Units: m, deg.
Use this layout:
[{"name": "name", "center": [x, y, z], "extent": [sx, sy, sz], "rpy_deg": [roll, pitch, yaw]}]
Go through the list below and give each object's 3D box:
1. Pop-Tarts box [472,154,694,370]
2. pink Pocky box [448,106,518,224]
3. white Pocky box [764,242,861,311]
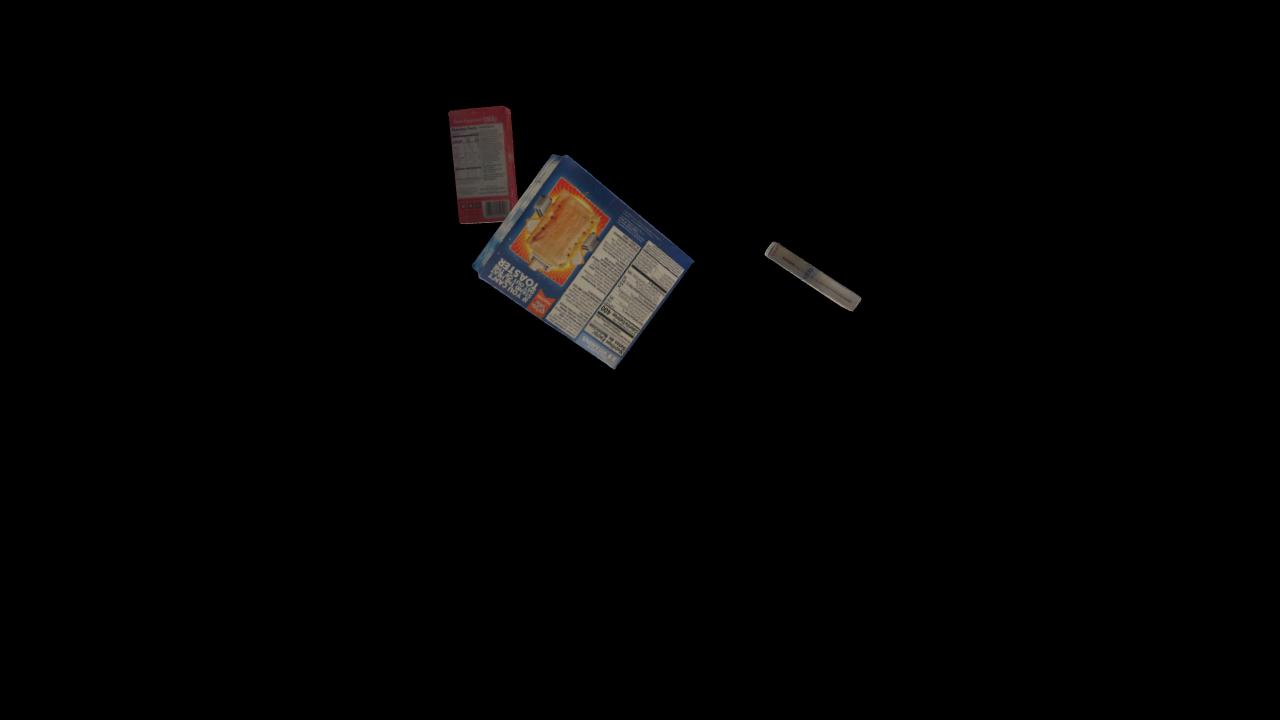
[{"name": "Pop-Tarts box", "center": [-0.059, -0.099, 0.628], "extent": [0.167, 0.141, 0.083], "rpy_deg": [35, 3, -23]}, {"name": "pink Pocky box", "center": [-0.219, -0.272, 0.867], "extent": [0.084, 0.155, 0.029], "rpy_deg": [-1, 11, 11]}, {"name": "white Pocky box", "center": [0.264, -0.130, 0.949], "extent": [0.154, 0.028, 0.084], "rpy_deg": [34, 14, 0]}]
